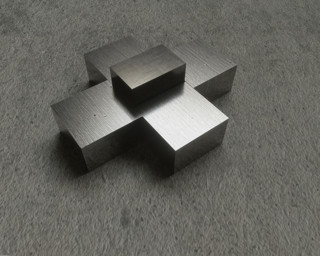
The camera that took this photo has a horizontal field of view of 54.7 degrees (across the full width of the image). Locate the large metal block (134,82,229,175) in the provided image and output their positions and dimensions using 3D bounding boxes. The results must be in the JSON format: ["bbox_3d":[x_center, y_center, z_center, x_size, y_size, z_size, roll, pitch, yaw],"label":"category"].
[{"bbox_3d":[0.025,-0.002,0.390,0.081,0.050,0.080,-30,56,-23],"label":"large metal block"}]

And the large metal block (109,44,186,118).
[{"bbox_3d":[-0.015,-0.053,0.413,0.081,0.080,0.050,-30,56,-23],"label":"large metal block"}]

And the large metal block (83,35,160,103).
[{"bbox_3d":[-0.053,-0.083,0.457,0.081,0.050,0.080,-30,56,-23],"label":"large metal block"}]

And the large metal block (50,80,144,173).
[{"bbox_3d":[-0.077,-0.005,0.390,0.081,0.050,0.080,-30,56,-23],"label":"large metal block"}]

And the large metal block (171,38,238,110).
[{"bbox_3d":[0.051,-0.079,0.454,0.081,0.050,0.080,-30,56,-23],"label":"large metal block"}]
